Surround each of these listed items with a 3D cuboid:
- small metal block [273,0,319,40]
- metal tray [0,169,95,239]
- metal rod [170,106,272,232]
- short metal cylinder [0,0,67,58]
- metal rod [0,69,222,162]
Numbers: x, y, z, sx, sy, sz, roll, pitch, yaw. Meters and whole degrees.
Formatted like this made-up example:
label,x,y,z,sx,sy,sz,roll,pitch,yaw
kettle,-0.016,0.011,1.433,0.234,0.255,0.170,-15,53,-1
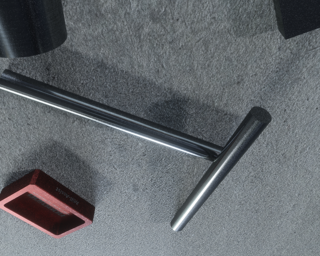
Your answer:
label,x,y,z,sx,sy,sz,roll,pitch,yaw
small metal block,0.142,-0.123,0.305,0.050,0.025,0.050,-18,128,14
metal tray,-0.184,0.129,0.511,0.090,0.030,0.130,-29,125,22
metal rod,0.071,0.080,0.449,0.025,0.025,0.298,12,137,-11
short metal cylinder,-0.130,-0.105,0.280,0.081,0.080,0.050,1,130,-2
metal rod,-0.045,-0.008,0.399,0.302,0.025,0.025,20,127,-17
